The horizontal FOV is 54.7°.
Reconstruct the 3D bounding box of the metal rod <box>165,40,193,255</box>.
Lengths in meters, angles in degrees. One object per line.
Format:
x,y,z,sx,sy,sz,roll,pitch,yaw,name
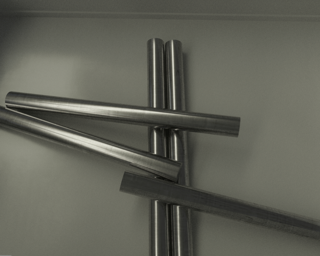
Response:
0.023,0.019,0.400,0.025,0.025,0.299,-1,70,-1,metal rod

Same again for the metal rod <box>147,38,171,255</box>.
-0.003,0.017,0.400,0.025,0.025,0.299,-1,70,-1,metal rod

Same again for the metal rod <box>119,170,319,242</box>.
0.103,0.098,0.355,0.302,0.025,0.025,15,71,-1,metal rod

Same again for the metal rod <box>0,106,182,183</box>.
-0.120,0.010,0.389,0.301,0.025,0.025,16,71,11,metal rod

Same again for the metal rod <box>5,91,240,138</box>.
-0.053,-0.019,0.394,0.301,0.025,0.025,7,70,9,metal rod
